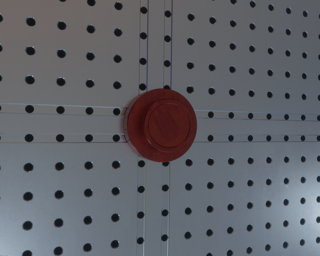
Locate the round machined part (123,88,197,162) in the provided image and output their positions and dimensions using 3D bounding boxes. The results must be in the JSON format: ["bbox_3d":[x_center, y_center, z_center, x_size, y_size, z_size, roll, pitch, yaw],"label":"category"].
[{"bbox_3d":[0.005,-0.003,0.406,0.099,0.042,0.097,0,90,-21],"label":"round machined part"}]
